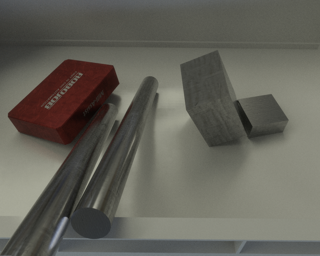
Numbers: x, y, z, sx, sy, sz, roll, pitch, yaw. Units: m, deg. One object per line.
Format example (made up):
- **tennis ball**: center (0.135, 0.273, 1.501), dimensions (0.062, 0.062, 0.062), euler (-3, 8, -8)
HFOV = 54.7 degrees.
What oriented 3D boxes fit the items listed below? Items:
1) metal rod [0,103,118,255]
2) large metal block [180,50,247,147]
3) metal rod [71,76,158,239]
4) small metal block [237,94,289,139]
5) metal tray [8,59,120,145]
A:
- **metal rod**: center (-0.069, 0.025, 0.284), dimensions (0.025, 0.025, 0.300), euler (0, 18, 0)
- **large metal block**: center (0.067, -0.036, 0.392), dimensions (0.050, 0.080, 0.080), euler (-19, 48, 18)
- **metal rod**: center (-0.029, -0.003, 0.326), dimensions (0.025, 0.025, 0.301), euler (5, 25, 4)
- **small metal block**: center (0.136, -0.017, 0.421), dimensions (0.050, 0.025, 0.050), euler (-10, 51, -9)
- **metal tray**: center (-0.127, -0.042, 0.424), dimensions (0.090, 0.030, 0.130), euler (13, 50, 24)
